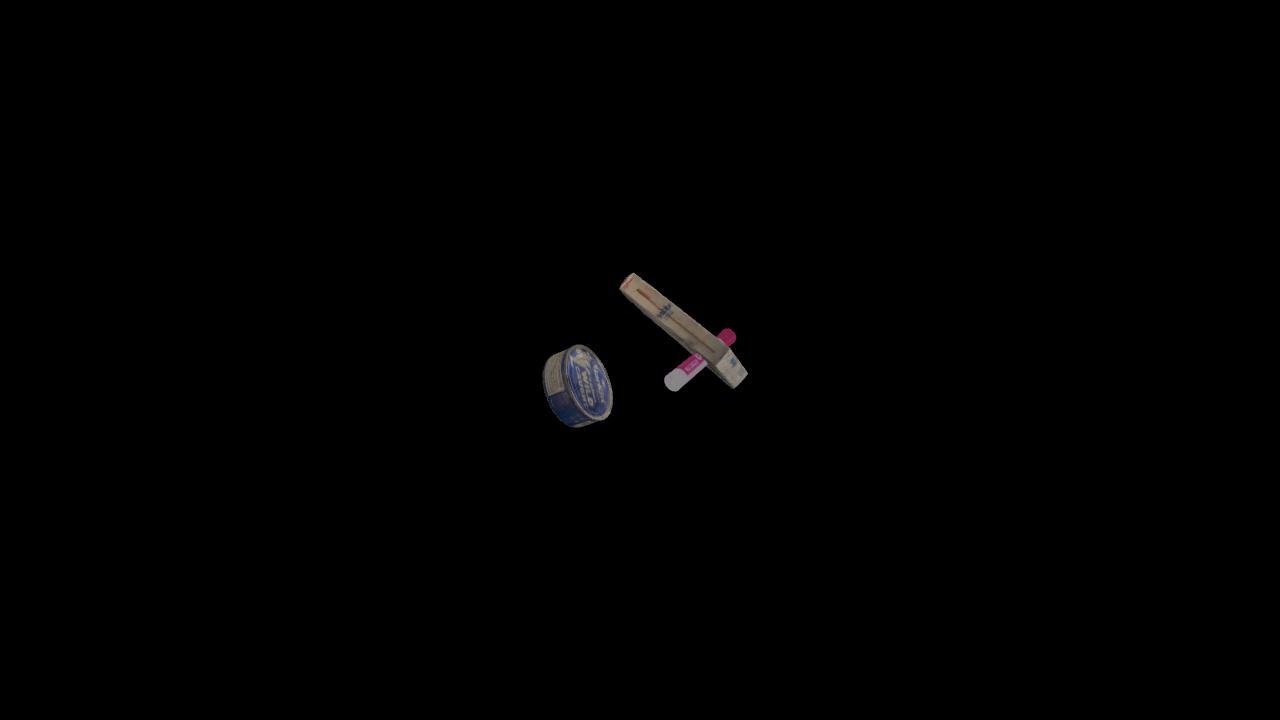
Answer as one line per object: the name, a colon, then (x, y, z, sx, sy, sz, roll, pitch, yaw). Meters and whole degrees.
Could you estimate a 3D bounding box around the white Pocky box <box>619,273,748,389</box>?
white Pocky box: (0.048, -0.033, 0.683, 0.154, 0.028, 0.084, 42, 2, 30)

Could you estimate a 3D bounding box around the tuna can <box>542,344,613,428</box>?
tuna can: (-0.065, 0.028, 0.649, 0.034, 0.084, 0.084, -22, -10, 25)

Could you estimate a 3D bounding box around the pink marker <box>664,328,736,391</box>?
pink marker: (0.066, -0.003, 0.637, 0.020, 0.020, 0.121, 0, 25, 40)
